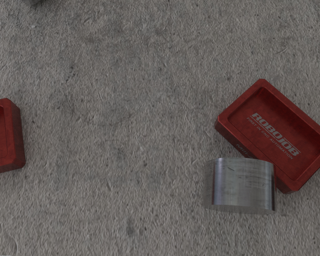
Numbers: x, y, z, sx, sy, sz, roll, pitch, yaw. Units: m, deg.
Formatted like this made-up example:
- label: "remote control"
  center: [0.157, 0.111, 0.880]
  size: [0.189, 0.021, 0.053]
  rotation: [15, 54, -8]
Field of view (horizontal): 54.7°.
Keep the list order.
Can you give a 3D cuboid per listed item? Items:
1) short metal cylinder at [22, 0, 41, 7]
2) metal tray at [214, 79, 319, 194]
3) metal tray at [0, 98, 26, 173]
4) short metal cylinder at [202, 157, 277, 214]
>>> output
- label: "short metal cylinder"
  center: [-0.199, -0.230, 0.462]
  size: [0.050, 0.080, 0.080]
  rotation: [-41, 75, -13]
- label: "metal tray"
  center: [0.148, 0.009, 0.403]
  size: [0.090, 0.030, 0.130]
  rotation: [-41, 75, -14]
- label: "metal tray"
  center: [-0.247, 0.020, 0.396]
  size: [0.131, 0.030, 0.090]
  rotation: [-13, 71, -5]
- label: "short metal cylinder"
  center: [0.091, 0.068, 0.355]
  size: [0.080, 0.080, 0.050]
  rotation: [6, 70, 2]
